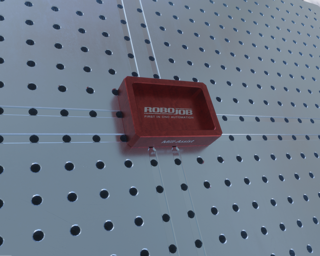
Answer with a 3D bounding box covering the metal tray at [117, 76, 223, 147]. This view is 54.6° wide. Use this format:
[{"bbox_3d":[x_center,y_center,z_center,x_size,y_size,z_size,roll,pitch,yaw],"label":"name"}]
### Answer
[{"bbox_3d":[0.014,-0.022,0.425,0.131,0.030,0.090,0,62,-28],"label":"metal tray"}]
